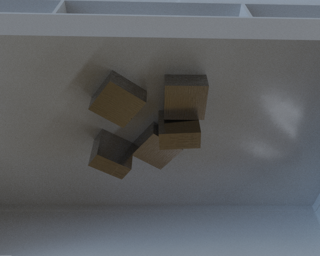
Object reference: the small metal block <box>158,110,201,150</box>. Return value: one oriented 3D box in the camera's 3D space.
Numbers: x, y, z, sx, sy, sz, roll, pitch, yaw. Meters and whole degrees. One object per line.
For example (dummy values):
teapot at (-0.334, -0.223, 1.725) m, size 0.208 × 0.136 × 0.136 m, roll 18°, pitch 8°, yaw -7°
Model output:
small metal block at (0.024, 0.001, 0.393) m, size 0.050 × 0.050 × 0.025 m, roll -2°, pitch 128°, yaw 1°

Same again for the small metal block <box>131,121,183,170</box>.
small metal block at (-0.004, 0.025, 0.431) m, size 0.050 × 0.025 × 0.050 m, roll 30°, pitch 124°, yaw -24°

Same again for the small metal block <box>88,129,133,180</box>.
small metal block at (-0.065, 0.035, 0.422) m, size 0.050 × 0.050 × 0.025 m, roll 27°, pitch 125°, yaw -22°

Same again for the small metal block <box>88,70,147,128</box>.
small metal block at (-0.051, -0.034, 0.379) m, size 0.050 × 0.025 × 0.050 m, roll 30°, pitch 124°, yaw -24°

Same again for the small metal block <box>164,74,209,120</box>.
small metal block at (0.030, -0.037, 0.378) m, size 0.050 × 0.025 × 0.050 m, roll 0°, pitch 130°, yaw -1°
